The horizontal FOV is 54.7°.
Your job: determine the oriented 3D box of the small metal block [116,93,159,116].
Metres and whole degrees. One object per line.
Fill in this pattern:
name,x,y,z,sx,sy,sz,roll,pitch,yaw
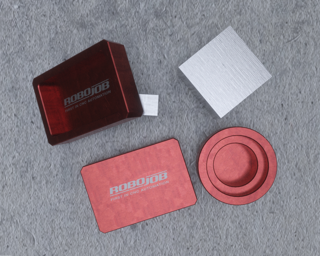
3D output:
small metal block,-0.028,-0.029,0.397,0.050,0.050,0.025,3,90,0

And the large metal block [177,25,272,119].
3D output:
large metal block,0.079,-0.068,0.398,0.080,0.050,0.080,-39,90,0

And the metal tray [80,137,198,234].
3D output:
metal tray,-0.027,0.073,0.407,0.131,0.030,0.090,-18,90,0

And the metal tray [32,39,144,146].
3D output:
metal tray,-0.091,-0.038,0.373,0.130,0.030,0.090,-19,86,29

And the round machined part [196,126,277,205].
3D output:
round machined part,0.096,0.047,0.402,0.099,0.042,0.097,0,90,0
